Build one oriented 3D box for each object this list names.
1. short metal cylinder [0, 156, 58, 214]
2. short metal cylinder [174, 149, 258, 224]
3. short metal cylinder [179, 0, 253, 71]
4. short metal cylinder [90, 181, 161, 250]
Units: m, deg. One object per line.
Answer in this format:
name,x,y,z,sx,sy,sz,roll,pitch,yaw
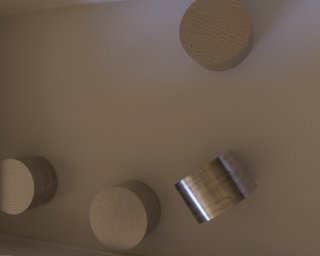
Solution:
short metal cylinder,-0.205,0.084,0.467,0.080,0.050,0.079,0,90,19
short metal cylinder,0.064,0.066,0.358,0.080,0.080,0.050,-36,79,16
short metal cylinder,0.069,-0.112,0.373,0.080,0.050,0.079,0,90,19
short metal cylinder,-0.045,0.113,0.412,0.080,0.050,0.079,0,90,19
